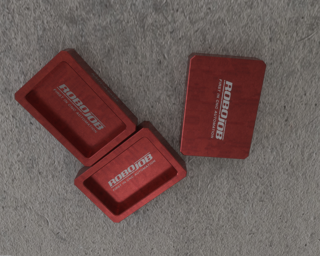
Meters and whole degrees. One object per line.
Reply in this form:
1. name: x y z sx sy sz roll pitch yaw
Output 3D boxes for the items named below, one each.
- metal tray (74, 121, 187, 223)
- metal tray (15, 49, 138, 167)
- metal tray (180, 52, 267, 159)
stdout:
1. metal tray: -0.040 0.063 0.429 0.130 0.030 0.090 -37 106 12
2. metal tray: -0.103 -0.024 0.397 0.090 0.030 0.130 -38 106 13
3. metal tray: 0.076 -0.027 0.398 0.091 0.030 0.129 4 110 -2
